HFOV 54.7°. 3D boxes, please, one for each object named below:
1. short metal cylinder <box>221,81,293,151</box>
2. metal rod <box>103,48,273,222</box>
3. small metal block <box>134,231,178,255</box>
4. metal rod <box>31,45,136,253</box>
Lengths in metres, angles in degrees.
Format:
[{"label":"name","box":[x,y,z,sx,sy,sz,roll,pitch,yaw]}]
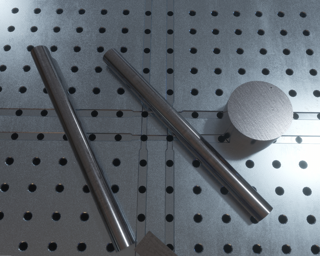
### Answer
[{"label":"short metal cylinder","box":[0.124,-0.014,0.404,0.081,0.050,0.080,0,70,0]},{"label":"metal rod","box":[0.027,0.000,0.411,0.025,0.025,0.300,-40,75,-13]},{"label":"small metal block","box":[0.000,0.142,0.346,0.050,0.050,0.025,38,75,12]},{"label":"metal rod","box":[-0.107,0.014,0.405,0.025,0.025,0.299,-26,72,-9]}]
